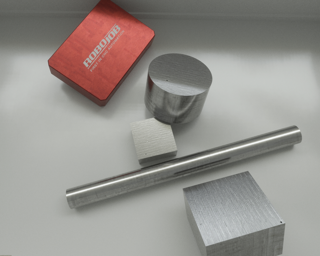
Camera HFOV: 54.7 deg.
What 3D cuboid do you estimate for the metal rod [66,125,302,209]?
[{"bbox_3d":[0.035,0.047,0.392,0.302,0.025,0.025,-15,71,-6],"label":"metal rod"}]

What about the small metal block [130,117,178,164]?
[{"bbox_3d":[-0.009,0.015,0.404,0.050,0.025,0.050,-13,71,-5],"label":"small metal block"}]

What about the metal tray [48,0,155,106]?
[{"bbox_3d":[-0.079,-0.107,0.434,0.090,0.030,0.130,35,73,-4],"label":"metal tray"}]

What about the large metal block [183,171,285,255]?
[{"bbox_3d":[0.077,0.101,0.340,0.081,0.050,0.080,-14,33,-6],"label":"large metal block"}]

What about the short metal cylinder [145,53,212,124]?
[{"bbox_3d":[0.022,-0.052,0.402,0.081,0.050,0.080,5,49,-6],"label":"short metal cylinder"}]
